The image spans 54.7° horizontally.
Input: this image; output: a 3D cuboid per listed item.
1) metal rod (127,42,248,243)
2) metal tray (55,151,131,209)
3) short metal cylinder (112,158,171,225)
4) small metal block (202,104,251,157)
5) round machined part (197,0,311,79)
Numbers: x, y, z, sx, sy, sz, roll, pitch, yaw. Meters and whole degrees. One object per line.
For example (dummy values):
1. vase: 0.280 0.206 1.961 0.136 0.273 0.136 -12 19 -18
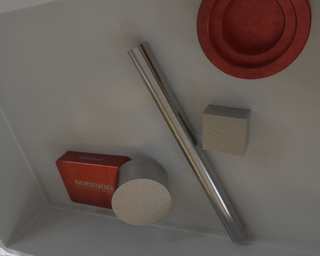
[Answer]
1. metal rod: 0.043 0.030 0.403 0.025 0.025 0.299 -18 109 35
2. metal tray: -0.101 0.087 0.511 0.130 0.030 0.089 2 120 26
3. short metal cylinder: -0.026 0.090 0.440 0.081 0.050 0.079 -2 116 -3
4. small metal block: 0.079 0.002 0.368 0.050 0.025 0.050 9 123 23
5. round machined part: 0.088 -0.099 0.290 0.098 0.042 0.097 13 124 20
